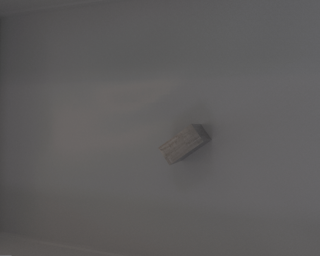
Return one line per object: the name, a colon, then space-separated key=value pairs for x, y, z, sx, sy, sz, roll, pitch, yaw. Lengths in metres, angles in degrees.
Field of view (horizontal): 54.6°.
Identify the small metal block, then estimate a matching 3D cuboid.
small metal block: x=0.032 y=0.020 z=0.386 sx=0.050 sy=0.050 sz=0.025 roll=-37 pitch=78 yaw=16
